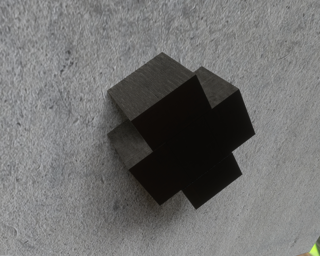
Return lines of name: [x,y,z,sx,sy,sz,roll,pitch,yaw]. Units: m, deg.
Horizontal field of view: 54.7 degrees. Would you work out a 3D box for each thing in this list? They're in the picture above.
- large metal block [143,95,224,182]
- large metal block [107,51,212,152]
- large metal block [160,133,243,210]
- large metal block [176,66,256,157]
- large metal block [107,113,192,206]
large metal block: [0.027,0.008,0.394,0.050,0.080,0.080,-37,130,-4]
large metal block: [-0.003,-0.033,0.353,0.080,0.080,0.050,-36,130,-5]
large metal block: [0.054,0.052,0.437,0.080,0.080,0.050,-36,130,-5]
large metal block: [0.068,-0.022,0.399,0.050,0.080,0.080,-37,130,-4]
large metal block: [-0.014,0.037,0.390,0.050,0.080,0.080,-37,130,-4]
